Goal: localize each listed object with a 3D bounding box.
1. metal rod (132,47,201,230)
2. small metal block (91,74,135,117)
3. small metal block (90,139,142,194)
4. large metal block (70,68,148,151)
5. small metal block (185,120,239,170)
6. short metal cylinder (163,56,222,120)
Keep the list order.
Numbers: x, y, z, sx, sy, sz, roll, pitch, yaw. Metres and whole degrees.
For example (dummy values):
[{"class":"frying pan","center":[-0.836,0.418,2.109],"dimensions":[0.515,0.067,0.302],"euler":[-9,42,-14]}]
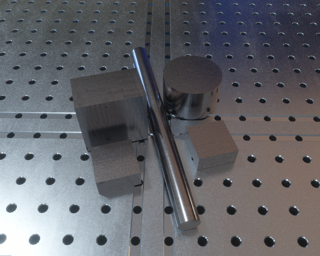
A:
[{"class":"metal rod","center":[-0.002,-0.011,0.416],"dimensions":[0.025,0.025,0.300],"euler":[-9,51,-8]},{"class":"small metal block","center":[-0.068,-0.048,0.447],"dimensions":[0.050,0.025,0.050],"euler":[-13,51,-12]},{"class":"small metal block","center":[-0.053,0.045,0.369],"dimensions":[0.050,0.025,0.050],"euler":[-12,51,-10]},{"class":"large metal block","center":[-0.061,-0.022,0.388],"dimensions":[0.081,0.080,0.050],"euler":[-12,51,-10]},{"class":"small metal block","center":[0.064,0.021,0.391],"dimensions":[0.050,0.025,0.050],"euler":[-11,51,-10]},{"class":"short metal cylinder","center":[0.044,-0.058,0.440],"dimensions":[0.081,0.050,0.080],"euler":[0,50,0]}]
